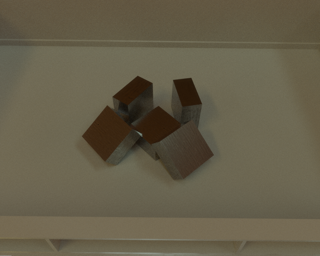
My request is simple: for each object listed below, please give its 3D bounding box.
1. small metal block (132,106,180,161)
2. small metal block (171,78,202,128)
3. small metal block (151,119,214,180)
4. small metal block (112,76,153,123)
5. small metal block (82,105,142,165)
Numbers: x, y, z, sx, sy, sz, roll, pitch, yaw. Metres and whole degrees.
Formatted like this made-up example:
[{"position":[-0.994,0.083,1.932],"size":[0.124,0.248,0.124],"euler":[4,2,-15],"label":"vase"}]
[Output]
[{"position":[-0.004,0.006,0.397],"size":[0.050,0.025,0.050],"euler":[-35,58,-26],"label":"small metal block"},{"position":[0.034,-0.030,0.412],"size":[0.025,0.050,0.050],"euler":[-8,50,-8],"label":"small metal block"},{"position":[0.027,0.026,0.365],"size":[0.050,0.025,0.050],"euler":[-34,95,-26],"label":"small metal block"},{"position":[-0.034,-0.033,0.413],"size":[0.025,0.050,0.050],"euler":[29,56,22],"label":"small metal block"},{"position":[-0.059,0.009,0.380],"size":[0.050,0.025,0.050],"euler":[41,94,29],"label":"small metal block"}]
